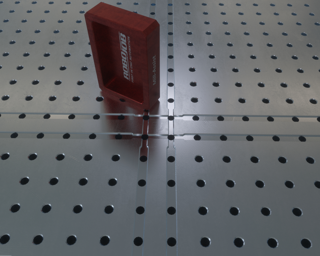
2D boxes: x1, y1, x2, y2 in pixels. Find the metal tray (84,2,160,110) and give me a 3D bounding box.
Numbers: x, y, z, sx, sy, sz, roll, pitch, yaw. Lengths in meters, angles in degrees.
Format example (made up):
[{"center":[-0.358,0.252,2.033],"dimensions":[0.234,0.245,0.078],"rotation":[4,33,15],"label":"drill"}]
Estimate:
[{"center":[-0.046,-0.092,0.416],"dimensions":[0.090,0.129,0.030],"rotation":[24,55,19],"label":"metal tray"}]
